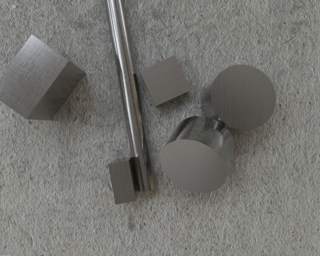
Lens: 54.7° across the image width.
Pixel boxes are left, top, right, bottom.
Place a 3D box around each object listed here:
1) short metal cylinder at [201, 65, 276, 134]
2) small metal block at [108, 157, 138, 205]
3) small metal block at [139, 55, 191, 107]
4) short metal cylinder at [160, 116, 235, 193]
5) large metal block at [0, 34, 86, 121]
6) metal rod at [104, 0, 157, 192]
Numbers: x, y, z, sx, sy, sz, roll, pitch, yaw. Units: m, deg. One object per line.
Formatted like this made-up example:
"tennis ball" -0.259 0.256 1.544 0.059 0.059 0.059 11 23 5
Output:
"short metal cylinder" 0.097 -0.034 0.393 0.081 0.050 0.080 1 82 -6
"small metal block" -0.046 0.065 0.397 0.025 0.050 0.050 -10 90 0
"small metal block" 0.007 -0.061 0.410 0.050 0.025 0.050 -25 90 -1
"short metal cylinder" 0.047 0.032 0.378 0.080 0.050 0.079 13 128 18
"large metal block" -0.144 -0.057 0.381 0.050 0.080 0.080 36 90 -1
"metal rod" -0.043 -0.066 0.409 0.025 0.025 0.298 -10 90 0
